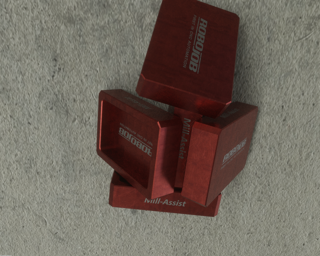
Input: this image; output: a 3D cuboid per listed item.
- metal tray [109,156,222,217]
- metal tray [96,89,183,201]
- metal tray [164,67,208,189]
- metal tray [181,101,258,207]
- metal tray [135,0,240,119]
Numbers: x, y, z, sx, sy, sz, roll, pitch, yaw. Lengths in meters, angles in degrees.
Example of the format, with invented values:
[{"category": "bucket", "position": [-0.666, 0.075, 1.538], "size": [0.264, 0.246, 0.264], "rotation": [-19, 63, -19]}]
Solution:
[{"category": "metal tray", "position": [0.006, 0.070, 0.402], "size": [0.131, 0.090, 0.030], "rotation": [7, 110, -3]}, {"category": "metal tray", "position": [-0.031, 0.013, 0.364], "size": [0.030, 0.130, 0.089], "rotation": [-9, 115, -36]}, {"category": "metal tray", "position": [0.026, -0.004, 0.375], "size": [0.030, 0.090, 0.129], "rotation": [7, 110, -3]}, {"category": "metal tray", "position": [0.075, 0.024, 0.368], "size": [0.030, 0.131, 0.089], "rotation": [18, 113, 29]}, {"category": "metal tray", "position": [0.034, -0.082, 0.332], "size": [0.091, 0.130, 0.030], "rotation": [17, 150, -7]}]
